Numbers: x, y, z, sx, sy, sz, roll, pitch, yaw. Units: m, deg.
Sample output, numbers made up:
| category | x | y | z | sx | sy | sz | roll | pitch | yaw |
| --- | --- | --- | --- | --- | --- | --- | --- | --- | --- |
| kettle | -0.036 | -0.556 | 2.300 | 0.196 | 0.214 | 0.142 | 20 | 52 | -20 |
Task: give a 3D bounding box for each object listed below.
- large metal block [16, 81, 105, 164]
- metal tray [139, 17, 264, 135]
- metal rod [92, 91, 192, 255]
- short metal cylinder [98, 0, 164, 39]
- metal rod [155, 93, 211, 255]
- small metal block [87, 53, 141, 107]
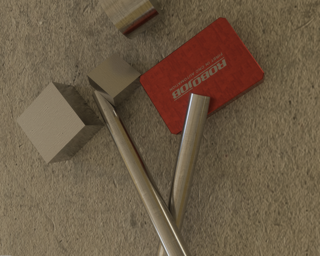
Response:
| category | x | y | z | sx | sy | sz | roll | pitch | yaw |
| --- | --- | --- | --- | --- | --- | --- | --- | --- | --- |
| large metal block | -0.142 | -0.007 | 0.444 | 0.080 | 0.050 | 0.080 | -43 | 77 | 14 |
| metal tray | 0.050 | -0.061 | 0.388 | 0.130 | 0.030 | 0.090 | -34 | 79 | 16 |
| metal rod | -0.017 | 0.072 | 0.380 | 0.025 | 0.025 | 0.299 | -36 | 66 | 16 |
| short metal cylinder | -0.038 | -0.161 | 0.392 | 0.050 | 0.080 | 0.080 | -30 | 81 | 17 |
| metal rod | 0.018 | 0.105 | 0.383 | 0.025 | 0.025 | 0.298 | 15 | 102 | 19 |
| small metal block | -0.060 | -0.065 | 0.417 | 0.050 | 0.025 | 0.050 | 41 | 71 | 15 |
